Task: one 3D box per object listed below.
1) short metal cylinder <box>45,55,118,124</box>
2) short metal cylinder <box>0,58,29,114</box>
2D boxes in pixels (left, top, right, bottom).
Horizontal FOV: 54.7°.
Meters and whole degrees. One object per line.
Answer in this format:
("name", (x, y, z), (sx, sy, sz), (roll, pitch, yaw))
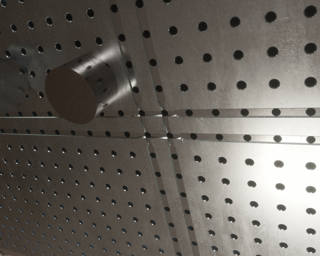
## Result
("short metal cylinder", (-0.105, -0.052, 0.416), (0.080, 0.050, 0.079), (13, 124, 20))
("short metal cylinder", (-0.246, -0.066, 0.462), (0.050, 0.080, 0.079), (16, 125, 19))
